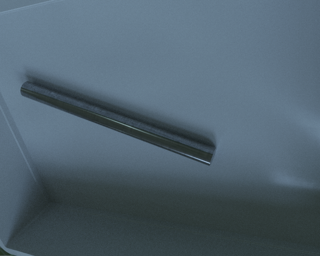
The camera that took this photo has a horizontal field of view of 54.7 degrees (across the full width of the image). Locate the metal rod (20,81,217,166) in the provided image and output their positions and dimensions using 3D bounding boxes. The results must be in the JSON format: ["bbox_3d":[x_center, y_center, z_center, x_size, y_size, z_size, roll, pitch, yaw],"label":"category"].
[{"bbox_3d":[-0.069,-0.012,0.435,0.301,0.025,0.025,20,126,16],"label":"metal rod"}]
